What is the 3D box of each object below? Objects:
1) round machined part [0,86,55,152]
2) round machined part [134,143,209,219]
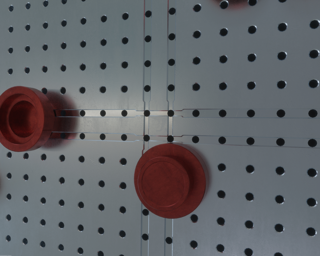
[{"bbox_3d":[-0.202,-0.013,0.476,0.098,0.042,0.097,0,90,20],"label":"round machined part"},{"bbox_3d":[0.010,0.069,0.400,0.098,0.042,0.097,0,90,20],"label":"round machined part"}]
